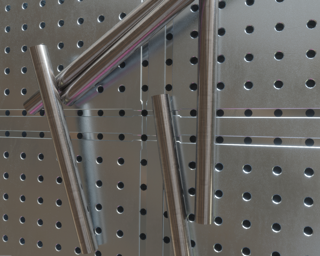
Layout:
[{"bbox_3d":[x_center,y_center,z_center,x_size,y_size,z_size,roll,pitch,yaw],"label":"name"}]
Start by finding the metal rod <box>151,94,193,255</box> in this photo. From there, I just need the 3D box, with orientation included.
[{"bbox_3d":[0.021,0.105,0.404,0.025,0.025,0.298,-9,87,19],"label":"metal rod"}]

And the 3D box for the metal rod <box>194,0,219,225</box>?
[{"bbox_3d":[0.059,-0.031,0.391,0.025,0.025,0.298,1,90,19],"label":"metal rod"}]

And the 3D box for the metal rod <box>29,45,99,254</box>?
[{"bbox_3d":[-0.137,0.031,0.442,0.025,0.025,0.298,-13,92,19],"label":"metal rod"}]

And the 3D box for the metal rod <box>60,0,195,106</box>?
[{"bbox_3d":[-0.026,-0.122,0.404,0.299,0.025,0.025,-35,79,22],"label":"metal rod"}]

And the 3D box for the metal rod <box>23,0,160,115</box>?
[{"bbox_3d":[-0.083,-0.113,0.440,0.300,0.025,0.025,-35,79,16],"label":"metal rod"}]
